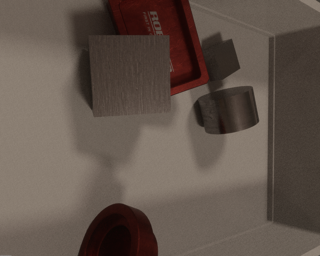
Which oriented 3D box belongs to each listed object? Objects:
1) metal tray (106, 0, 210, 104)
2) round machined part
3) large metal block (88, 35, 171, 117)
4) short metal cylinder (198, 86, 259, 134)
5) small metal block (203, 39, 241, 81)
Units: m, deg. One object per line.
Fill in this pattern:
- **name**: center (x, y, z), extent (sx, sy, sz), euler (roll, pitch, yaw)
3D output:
- **metal tray**: center (-0.001, -0.104, 0.378), extent (0.091, 0.030, 0.129), euler (-20, 105, -10)
- **round machined part**: center (-0.040, 0.134, 0.327), extent (0.042, 0.098, 0.098), euler (32, 70, -36)
- **large metal block**: center (-0.035, -0.057, 0.337), extent (0.081, 0.050, 0.079), euler (-4, 102, -14)
- **short metal cylinder**: center (0.101, -0.028, 0.458), extent (0.081, 0.080, 0.050), euler (-24, 106, -38)
- **small metal block**: center (0.097, -0.108, 0.490), extent (0.050, 0.025, 0.050), euler (-34, 111, -35)
